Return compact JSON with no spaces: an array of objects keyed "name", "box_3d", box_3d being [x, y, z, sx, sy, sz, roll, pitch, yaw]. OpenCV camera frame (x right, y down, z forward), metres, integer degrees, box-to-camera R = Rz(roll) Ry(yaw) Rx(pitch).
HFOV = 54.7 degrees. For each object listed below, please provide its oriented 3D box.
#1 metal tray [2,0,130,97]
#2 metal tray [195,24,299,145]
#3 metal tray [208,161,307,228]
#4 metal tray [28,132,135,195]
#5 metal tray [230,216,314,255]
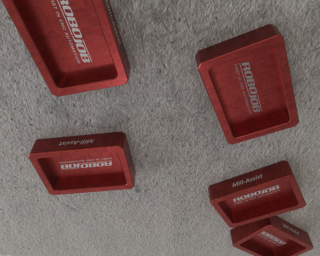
[{"name":"metal tray","box_3d":[-0.091,-0.099,0.318,0.090,0.030,0.129,-10,130,8]},{"name":"metal tray","box_3d":[0.106,-0.044,0.366,0.090,0.030,0.130,-18,128,15]},{"name":"metal tray","box_3d":[0.155,0.110,0.498,0.130,0.030,0.090,-23,127,18]},{"name":"metal tray","box_3d":[-0.107,0.053,0.448,0.131,0.030,0.089,-5,130,4]},{"name":"metal tray","box_3d":[0.210,0.211,0.585,0.131,0.030,0.090,31,124,-24]}]
